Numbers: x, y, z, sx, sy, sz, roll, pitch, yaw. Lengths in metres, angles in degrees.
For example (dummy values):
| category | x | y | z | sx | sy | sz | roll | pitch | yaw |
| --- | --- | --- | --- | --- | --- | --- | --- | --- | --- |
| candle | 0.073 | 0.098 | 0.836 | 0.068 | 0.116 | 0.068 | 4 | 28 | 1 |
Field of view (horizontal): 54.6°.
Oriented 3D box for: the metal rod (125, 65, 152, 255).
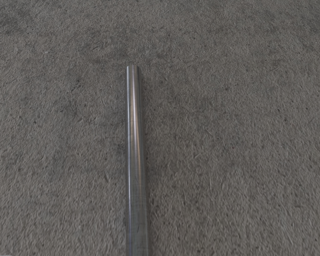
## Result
| category | x | y | z | sx | sy | sz | roll | pitch | yaw |
| --- | --- | --- | --- | --- | --- | --- | --- | --- | --- |
| metal rod | -0.030 | 0.027 | 0.380 | 0.025 | 0.025 | 0.300 | -3 | 50 | -3 |
